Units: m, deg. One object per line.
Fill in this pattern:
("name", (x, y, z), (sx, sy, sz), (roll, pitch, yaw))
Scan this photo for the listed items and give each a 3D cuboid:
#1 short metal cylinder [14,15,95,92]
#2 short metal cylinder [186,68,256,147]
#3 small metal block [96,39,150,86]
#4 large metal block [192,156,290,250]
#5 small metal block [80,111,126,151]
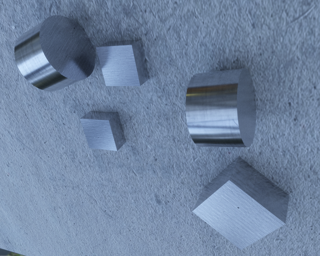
("short metal cylinder", (-0.128, -0.090, 0.383), (0.050, 0.080, 0.080), (-14, 111, 34))
("short metal cylinder", (0.066, -0.020, 0.324), (0.050, 0.080, 0.080), (-1, 118, 29))
("small metal block", (-0.045, -0.080, 0.381), (0.050, 0.025, 0.050), (4, 120, 26))
("large metal block", (0.103, 0.097, 0.397), (0.080, 0.050, 0.080), (38, 129, 2))
("small metal block", (-0.083, 0.004, 0.453), (0.050, 0.025, 0.050), (4, 120, 26))
